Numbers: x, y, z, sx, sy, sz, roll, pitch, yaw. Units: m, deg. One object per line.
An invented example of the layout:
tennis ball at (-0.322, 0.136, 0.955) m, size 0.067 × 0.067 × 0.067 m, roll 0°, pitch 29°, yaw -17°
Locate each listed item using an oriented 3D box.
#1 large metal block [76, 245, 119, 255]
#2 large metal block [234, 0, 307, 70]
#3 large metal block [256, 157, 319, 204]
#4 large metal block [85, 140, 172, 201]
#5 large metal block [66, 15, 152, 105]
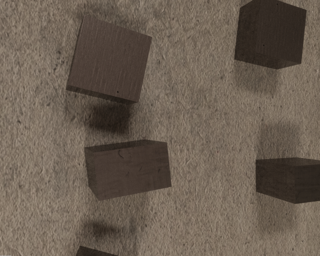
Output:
large metal block at (-0.071, 0.199, 0.371) m, size 0.080 × 0.050 × 0.080 m, roll 24°, pitch 82°, yaw -19°
large metal block at (0.162, -0.137, 0.457) m, size 0.081 × 0.050 × 0.080 m, roll 8°, pitch 88°, yaw -20°
large metal block at (0.200, 0.074, 0.456) m, size 0.081 × 0.080 × 0.050 m, roll -1°, pitch 91°, yaw -20°
large metal block at (-0.041, 0.045, 0.365) m, size 0.081 × 0.080 × 0.050 m, roll -7°, pitch 93°, yaw -20°
large metal block at (-0.063, -0.077, 0.373) m, size 0.081 × 0.050 × 0.080 m, roll 13°, pitch 86°, yaw -20°
